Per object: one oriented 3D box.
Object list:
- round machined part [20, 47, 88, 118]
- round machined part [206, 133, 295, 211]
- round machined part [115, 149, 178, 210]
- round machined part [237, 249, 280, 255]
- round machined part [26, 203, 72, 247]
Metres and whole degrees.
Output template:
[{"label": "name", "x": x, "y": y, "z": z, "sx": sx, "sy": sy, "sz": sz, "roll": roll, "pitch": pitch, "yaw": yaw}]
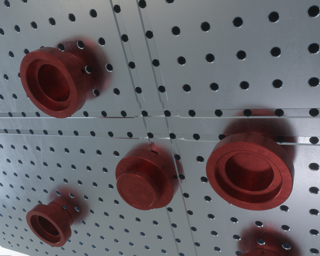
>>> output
[{"label": "round machined part", "x": -0.143, "y": -0.066, "z": 0.436, "sx": 0.098, "sy": 0.042, "sz": 0.097, "roll": 13, "pitch": 124, "yaw": 21}, {"label": "round machined part", "x": 0.109, "y": 0.048, "z": 0.373, "sx": 0.098, "sy": 0.042, "sz": 0.097, "roll": 13, "pitch": 124, "yaw": 21}, {"label": "round machined part", "x": -0.026, "y": 0.084, "z": 0.467, "sx": 0.098, "sy": 0.042, "sz": 0.097, "roll": 13, "pitch": 124, "yaw": 21}, {"label": "round machined part", "x": 0.153, "y": 0.217, "z": 0.454, "sx": 0.098, "sy": 0.042, "sz": 0.097, "roll": 13, "pitch": 124, "yaw": 21}, {"label": "round machined part", "x": -0.222, "y": 0.194, "z": 0.638, "sx": 0.098, "sy": 0.042, "sz": 0.097, "roll": 13, "pitch": 124, "yaw": 21}]
